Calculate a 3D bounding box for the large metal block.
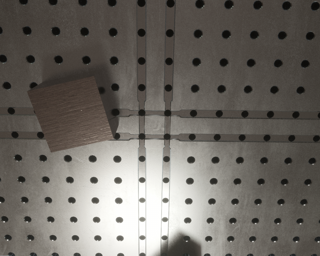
[{"bbox_3d":[-0.105,-0.023,0.390,0.080,0.050,0.079,-13,110,4],"label":"large metal block"}]
